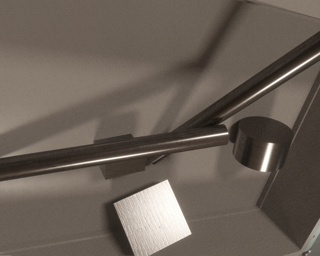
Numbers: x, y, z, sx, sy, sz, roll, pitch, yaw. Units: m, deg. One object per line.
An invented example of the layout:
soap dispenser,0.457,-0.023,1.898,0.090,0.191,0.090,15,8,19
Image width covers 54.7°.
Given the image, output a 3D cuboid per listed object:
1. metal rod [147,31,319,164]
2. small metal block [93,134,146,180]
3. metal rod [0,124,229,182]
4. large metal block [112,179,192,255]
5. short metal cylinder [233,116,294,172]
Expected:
metal rod,0.093,-0.035,0.355,0.299,0.025,0.025,-35,136,30
small metal block,-0.051,0.034,0.387,0.050,0.050,0.025,-10,123,-23
metal rod,-0.071,0.030,0.344,0.302,0.025,0.025,-9,123,-8
large metal block,-0.014,0.128,0.438,0.081,0.080,0.050,-21,171,-16
short metal cylinder,0.156,0.023,0.475,0.081,0.080,0.050,-10,123,-24
